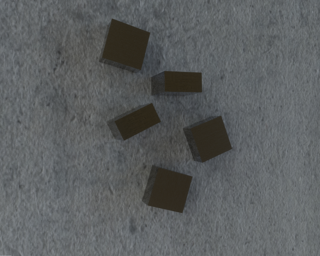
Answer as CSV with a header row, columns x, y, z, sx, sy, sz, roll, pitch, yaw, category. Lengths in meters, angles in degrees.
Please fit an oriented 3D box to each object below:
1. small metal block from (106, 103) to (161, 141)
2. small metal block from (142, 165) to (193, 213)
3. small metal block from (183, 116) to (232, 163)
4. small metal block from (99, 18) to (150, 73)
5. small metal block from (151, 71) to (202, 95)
x,y,z,sx,sy,sz,roll,pitch,yaw,category
-0.034,-0.008,0.384,0.050,0.050,0.025,-28,100,-18,small metal block
0.010,0.081,0.414,0.050,0.025,0.050,18,84,-20,small metal block
0.067,0.015,0.435,0.050,0.025,0.050,-22,98,-19,small metal block
-0.045,-0.103,0.393,0.050,0.025,0.050,15,85,-20,small metal block
0.021,-0.057,0.404,0.050,0.050,0.025,-1,91,-20,small metal block
